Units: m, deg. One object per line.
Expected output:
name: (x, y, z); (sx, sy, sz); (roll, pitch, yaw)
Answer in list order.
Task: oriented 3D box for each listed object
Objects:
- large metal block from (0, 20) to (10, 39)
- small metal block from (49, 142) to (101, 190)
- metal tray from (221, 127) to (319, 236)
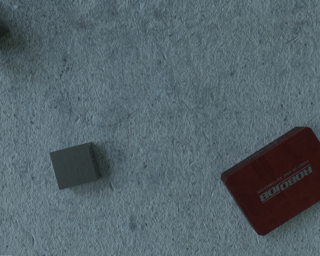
large metal block: (-0.249, -0.145, 0.380); (0.050, 0.080, 0.080); (-41, 90, 0)
small metal block: (-0.111, 0.049, 0.409); (0.050, 0.025, 0.050); (-15, 90, 0)
metal tray: (0.159, 0.068, 0.409); (0.130, 0.030, 0.090); (-32, 90, 0)
